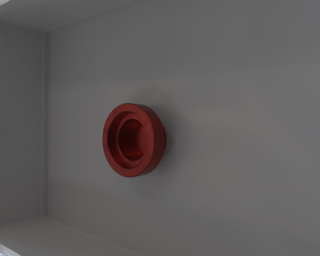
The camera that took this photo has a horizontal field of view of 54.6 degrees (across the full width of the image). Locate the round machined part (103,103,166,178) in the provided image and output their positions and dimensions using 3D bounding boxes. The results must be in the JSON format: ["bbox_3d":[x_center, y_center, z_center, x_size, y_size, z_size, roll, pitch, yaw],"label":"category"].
[{"bbox_3d":[-0.031,0.016,0.422,0.098,0.042,0.097,0,90,40],"label":"round machined part"}]
